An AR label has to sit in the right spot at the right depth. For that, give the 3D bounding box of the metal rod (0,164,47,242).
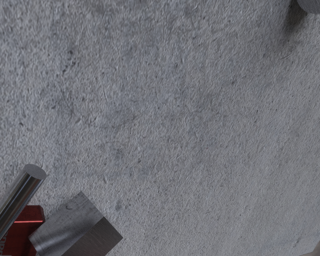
[{"bbox_3d":[-0.220,0.162,0.347,0.025,0.025,0.299,31,101,-38],"label":"metal rod"}]

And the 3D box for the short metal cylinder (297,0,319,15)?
[{"bbox_3d":[0.217,-0.179,0.379,0.050,0.080,0.079,-4,120,-27],"label":"short metal cylinder"}]

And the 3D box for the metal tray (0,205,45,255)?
[{"bbox_3d":[-0.206,0.157,0.387,0.091,0.030,0.129,10,114,-33],"label":"metal tray"}]

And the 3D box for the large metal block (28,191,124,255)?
[{"bbox_3d":[-0.104,0.141,0.399,0.080,0.050,0.080,-41,145,-18],"label":"large metal block"}]
